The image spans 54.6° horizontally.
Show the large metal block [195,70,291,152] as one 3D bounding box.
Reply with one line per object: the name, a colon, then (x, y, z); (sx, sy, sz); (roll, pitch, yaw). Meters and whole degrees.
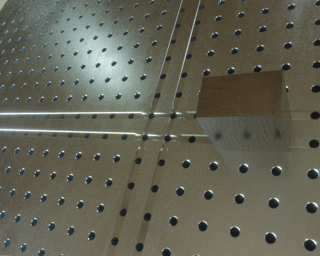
large metal block: (0.093, -0.014, 0.333); (0.080, 0.080, 0.050); (-1, 61, 28)
